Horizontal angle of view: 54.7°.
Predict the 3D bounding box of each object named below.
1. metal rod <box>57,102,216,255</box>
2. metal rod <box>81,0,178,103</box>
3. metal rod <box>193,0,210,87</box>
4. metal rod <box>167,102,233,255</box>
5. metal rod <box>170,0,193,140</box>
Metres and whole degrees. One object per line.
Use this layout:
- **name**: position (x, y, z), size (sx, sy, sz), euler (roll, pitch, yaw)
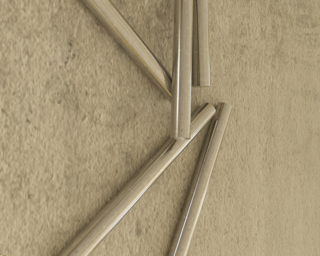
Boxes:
- **metal rod**: position (-0.018, 0.063, 0.391), size (0.301, 0.025, 0.025), euler (-45, 117, -31)
- **metal rod**: position (-0.067, -0.138, 0.349), size (0.300, 0.025, 0.025), euler (47, 62, -30)
- **metal rod**: position (0.058, -0.210, 0.454), size (0.025, 0.025, 0.298), euler (-3, 92, -40)
- **metal rod**: position (0.053, 0.099, 0.451), size (0.025, 0.025, 0.299), euler (33, 70, -36)
- **metal rod**: position (0.031, -0.133, 0.409), size (0.025, 0.025, 0.298), euler (11, 76, -40)
